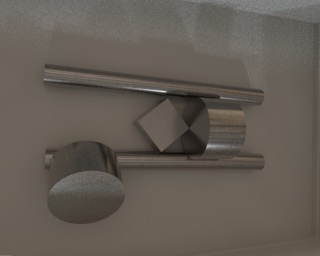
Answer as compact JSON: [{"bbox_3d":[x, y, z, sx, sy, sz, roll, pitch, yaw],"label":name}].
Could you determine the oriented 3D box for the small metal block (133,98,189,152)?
[{"bbox_3d":[0.002,-0.004,0.410,0.050,0.025,0.050,-40,103,-16],"label":"small metal block"}]

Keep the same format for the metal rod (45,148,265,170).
[{"bbox_3d":[0.008,0.043,0.412,0.303,0.025,0.025,3,89,-21],"label":"metal rod"}]

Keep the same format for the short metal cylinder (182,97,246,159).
[{"bbox_3d":[0.068,0.001,0.406,0.050,0.080,0.079,2,90,-20],"label":"short metal cylinder"}]

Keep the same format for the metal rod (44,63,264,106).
[{"bbox_3d":[0.007,-0.054,0.412,0.302,0.025,0.025,3,89,-21],"label":"metal rod"}]

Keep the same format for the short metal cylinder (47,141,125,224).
[{"bbox_3d":[-0.083,0.061,0.347,0.081,0.050,0.079,-9,127,-12],"label":"short metal cylinder"}]
